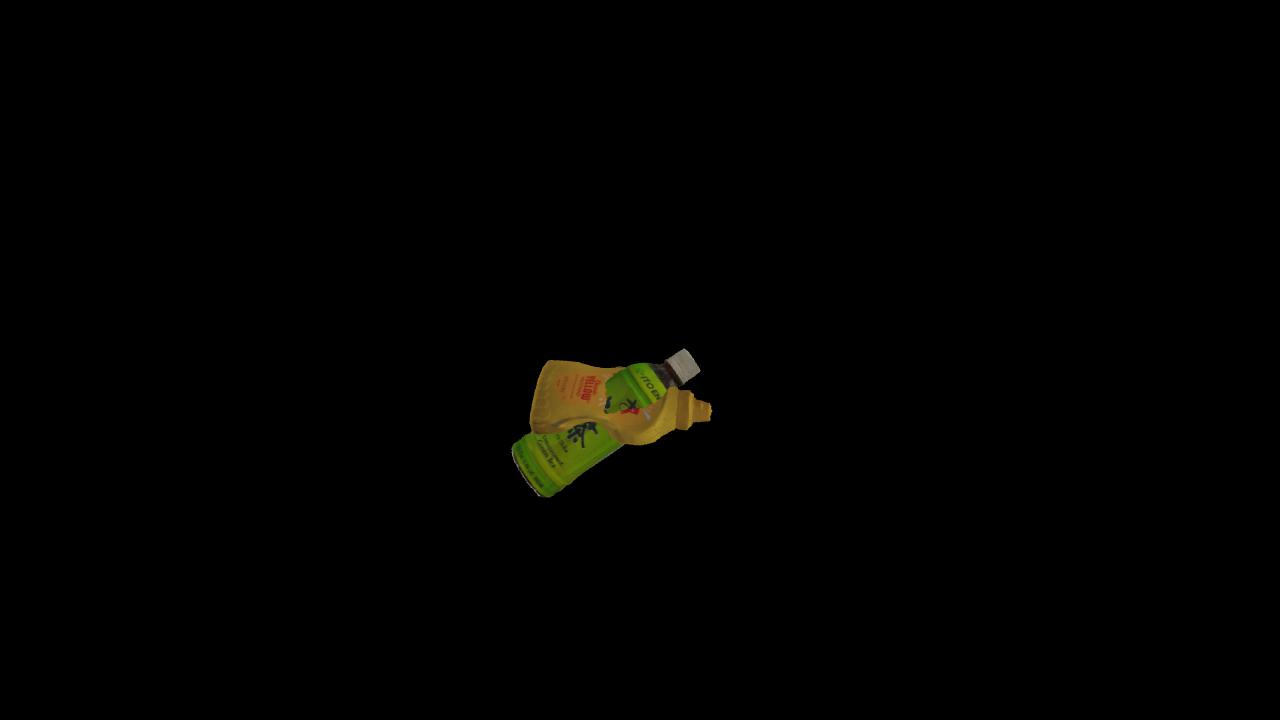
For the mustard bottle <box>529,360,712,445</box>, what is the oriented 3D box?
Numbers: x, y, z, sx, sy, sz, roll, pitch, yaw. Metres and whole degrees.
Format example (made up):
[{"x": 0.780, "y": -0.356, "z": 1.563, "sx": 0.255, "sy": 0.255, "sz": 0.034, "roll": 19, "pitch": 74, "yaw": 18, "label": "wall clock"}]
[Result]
[{"x": -0.016, "y": 0.047, "z": 0.647, "sx": 0.184, "sy": 0.054, "sz": 0.092, "roll": 5, "pitch": 43, "yaw": 5, "label": "mustard bottle"}]

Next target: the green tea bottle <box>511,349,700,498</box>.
[{"x": -0.031, "y": 0.060, "z": 0.649, "sx": 0.212, "sy": 0.073, "sz": 0.073, "roll": -34, "pitch": 2, "yaw": -3, "label": "green tea bottle"}]
